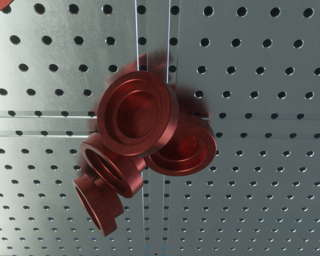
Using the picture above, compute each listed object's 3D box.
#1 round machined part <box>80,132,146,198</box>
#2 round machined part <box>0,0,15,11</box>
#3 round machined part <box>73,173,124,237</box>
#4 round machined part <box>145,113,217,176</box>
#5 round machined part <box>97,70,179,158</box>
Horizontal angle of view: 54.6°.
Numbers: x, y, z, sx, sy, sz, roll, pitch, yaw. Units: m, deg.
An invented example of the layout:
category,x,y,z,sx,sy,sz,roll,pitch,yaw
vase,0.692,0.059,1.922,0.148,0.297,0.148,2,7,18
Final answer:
category,x,y,z,sx,sy,sz,roll,pitch,yaw
round machined part,-0.057,0.044,0.415,0.098,0.042,0.098,35,151,23
round machined part,-0.164,-0.154,0.268,0.099,0.042,0.097,0,130,0
round machined part,-0.090,0.111,0.470,0.042,0.098,0.098,-29,135,-23
round machined part,0.023,0.017,0.415,0.099,0.042,0.097,0,130,0
round machined part,-0.022,-0.014,0.362,0.098,0.098,0.042,-27,156,21
